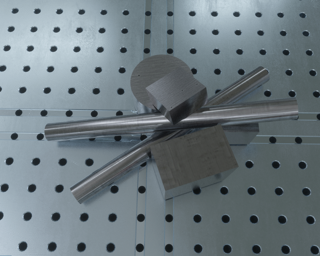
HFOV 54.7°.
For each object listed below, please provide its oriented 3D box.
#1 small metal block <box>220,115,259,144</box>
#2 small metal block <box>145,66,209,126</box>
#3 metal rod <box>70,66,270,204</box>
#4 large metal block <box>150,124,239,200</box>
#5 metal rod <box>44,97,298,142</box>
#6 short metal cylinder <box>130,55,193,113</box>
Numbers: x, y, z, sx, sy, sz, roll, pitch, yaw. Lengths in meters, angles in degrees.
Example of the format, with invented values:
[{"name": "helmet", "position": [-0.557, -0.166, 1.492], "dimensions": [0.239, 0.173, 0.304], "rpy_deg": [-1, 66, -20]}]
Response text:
[{"name": "small metal block", "position": [0.093, 0.002, 0.395], "dimensions": [0.050, 0.050, 0.025], "rpy_deg": [0, 70, 1]}, {"name": "small metal block", "position": [0.020, -0.038, 0.360], "dimensions": [0.050, 0.025, 0.050], "rpy_deg": [-34, 51, -11]}, {"name": "metal rod", "position": [0.021, 0.003, 0.408], "dimensions": [0.301, 0.025, 0.025], "rpy_deg": [-33, 73, -11]}, {"name": "large metal block", "position": [0.036, 0.043, 0.362], "dimensions": [0.081, 0.080, 0.050], "rpy_deg": [-17, 71, -6]}, {"name": "metal rod", "position": [0.003, -0.008, 0.373], "dimensions": [0.301, 0.025, 0.025], "rpy_deg": [-5, 70, 12]}, {"name": "short metal cylinder", "position": [0.003, -0.050, 0.413], "dimensions": [0.081, 0.050, 0.080], "rpy_deg": [0, 69, 0]}]
